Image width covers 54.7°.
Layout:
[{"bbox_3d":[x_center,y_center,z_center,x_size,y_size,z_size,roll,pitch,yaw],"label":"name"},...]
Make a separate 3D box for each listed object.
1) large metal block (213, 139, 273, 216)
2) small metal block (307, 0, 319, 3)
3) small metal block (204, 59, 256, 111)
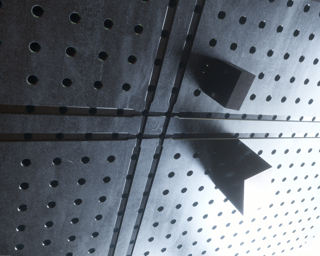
[{"bbox_3d":[0.130,0.078,0.498,0.050,0.080,0.079,-21,127,-16],"label":"large metal block"},{"bbox_3d":[0.199,-0.194,0.403,0.050,0.025,0.050,-2,120,-28],"label":"small metal block"},{"bbox_3d":[0.091,-0.058,0.411,0.025,0.050,0.050,8,115,-32],"label":"small metal block"}]
